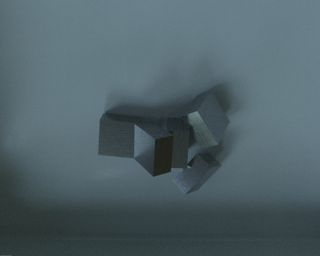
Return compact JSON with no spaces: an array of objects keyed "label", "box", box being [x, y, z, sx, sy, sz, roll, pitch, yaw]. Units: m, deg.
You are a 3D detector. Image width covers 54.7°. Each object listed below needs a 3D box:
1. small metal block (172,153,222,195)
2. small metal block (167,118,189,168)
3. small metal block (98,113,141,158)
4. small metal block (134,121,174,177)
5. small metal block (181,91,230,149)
[{"label":"small metal block","box":[0.051,0.060,0.416,0.025,0.050,0.050,46,106,21]},{"label":"small metal block","box":[0.022,0.018,0.404,0.025,0.050,0.050,1,110,-1]},{"label":"small metal block","box":[-0.054,0.010,0.412,0.050,0.025,0.050,6,110,-3]},{"label":"small metal block","box":[-0.009,0.025,0.386,0.025,0.050,0.050,-11,117,-30]},{"label":"small metal block","box":[0.059,-0.011,0.390,0.025,0.050,0.050,-19,113,41]}]
